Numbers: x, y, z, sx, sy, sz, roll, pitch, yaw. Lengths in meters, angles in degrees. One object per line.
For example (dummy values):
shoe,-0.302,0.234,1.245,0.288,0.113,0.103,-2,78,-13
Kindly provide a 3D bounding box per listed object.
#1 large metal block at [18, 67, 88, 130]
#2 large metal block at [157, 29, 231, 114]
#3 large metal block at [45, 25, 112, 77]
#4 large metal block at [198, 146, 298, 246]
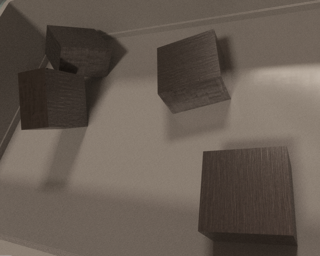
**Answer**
large metal block,-0.155,-0.039,0.455,0.050,0.080,0.080,-5,88,25
large metal block,0.044,-0.073,0.411,0.080,0.050,0.080,-14,56,20
large metal block,-0.136,-0.126,0.509,0.080,0.081,0.050,51,135,39
large metal block,0.086,0.067,0.303,0.080,0.050,0.080,-6,59,25
